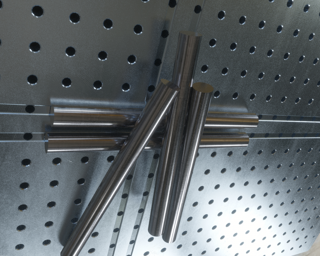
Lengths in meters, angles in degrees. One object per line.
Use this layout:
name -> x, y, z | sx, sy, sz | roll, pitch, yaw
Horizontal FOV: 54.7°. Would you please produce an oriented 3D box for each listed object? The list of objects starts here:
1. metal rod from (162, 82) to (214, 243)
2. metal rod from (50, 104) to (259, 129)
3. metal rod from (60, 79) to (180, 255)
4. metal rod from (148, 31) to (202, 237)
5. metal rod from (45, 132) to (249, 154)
metal rod -> 0.033, 0.071, 0.451 | 0.025, 0.025, 0.298 | -10, 130, -23
metal rod -> 0.014, -0.012, 0.413 | 0.303, 0.025, 0.025 | 1, 118, -29
metal rod -> -0.061, 0.070, 0.398 | 0.025, 0.025, 0.298 | 15, 117, -35
metal rod -> 0.014, 0.027, 0.405 | 0.025, 0.025, 0.298 | -6, 122, -26
metal rod -> 0.003, 0.018, 0.426 | 0.303, 0.025, 0.025 | 1, 118, -29
